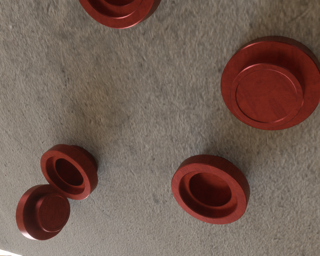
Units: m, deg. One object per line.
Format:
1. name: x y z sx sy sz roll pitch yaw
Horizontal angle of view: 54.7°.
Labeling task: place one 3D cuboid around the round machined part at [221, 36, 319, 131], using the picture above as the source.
1. round machined part: 0.110 -0.039 0.313 0.098 0.042 0.097 13 124 20

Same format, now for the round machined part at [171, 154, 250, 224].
1. round machined part: 0.068 0.075 0.405 0.098 0.042 0.097 13 124 20

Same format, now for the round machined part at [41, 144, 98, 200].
1. round machined part: -0.143 0.067 0.511 0.098 0.042 0.097 13 124 20

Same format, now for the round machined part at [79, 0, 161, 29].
1. round machined part: -0.039 -0.156 0.318 0.098 0.042 0.097 13 124 20

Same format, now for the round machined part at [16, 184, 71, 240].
1. round machined part: -0.201 0.150 0.556 0.042 0.098 0.098 -8 115 31
